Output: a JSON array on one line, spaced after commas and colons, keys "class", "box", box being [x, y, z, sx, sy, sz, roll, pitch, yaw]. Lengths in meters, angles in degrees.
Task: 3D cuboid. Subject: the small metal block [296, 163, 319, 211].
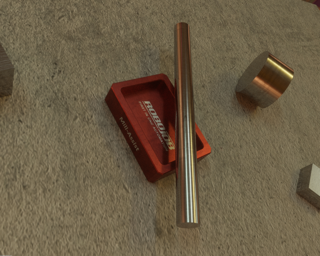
[{"class": "small metal block", "box": [0.244, 0.092, 0.482, 0.050, 0.025, 0.050, 37, 51, -4]}]

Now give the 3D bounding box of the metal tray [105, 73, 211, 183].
[{"class": "metal tray", "box": [-0.002, -0.005, 0.403, 0.091, 0.030, 0.130, -19, 72, -36]}]

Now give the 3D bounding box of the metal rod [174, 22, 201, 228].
[{"class": "metal rod", "box": [0.032, -0.026, 0.399, 0.025, 0.025, 0.299, 15, 56, -21]}]

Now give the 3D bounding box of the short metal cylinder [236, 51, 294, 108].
[{"class": "short metal cylinder", "box": [0.172, -0.079, 0.512, 0.050, 0.080, 0.080, 33, 51, -7]}]

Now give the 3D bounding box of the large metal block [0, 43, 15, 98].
[{"class": "large metal block", "box": [-0.209, -0.069, 0.317, 0.081, 0.050, 0.080, -24, 75, -37]}]
